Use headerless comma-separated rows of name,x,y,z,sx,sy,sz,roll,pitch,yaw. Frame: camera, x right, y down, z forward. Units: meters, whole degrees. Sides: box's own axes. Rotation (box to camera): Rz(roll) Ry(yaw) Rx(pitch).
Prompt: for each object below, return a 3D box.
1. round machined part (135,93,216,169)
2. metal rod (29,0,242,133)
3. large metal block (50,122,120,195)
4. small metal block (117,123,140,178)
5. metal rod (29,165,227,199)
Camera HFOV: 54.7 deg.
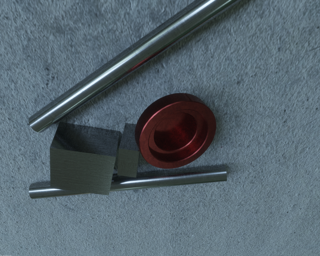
round machined part,0.016,0.000,0.383,0.099,0.042,0.097,-11,126,-16
metal rod,-0.037,-0.073,0.344,0.300,0.025,0.025,-29,125,22
large metal block,-0.103,0.044,0.427,0.081,0.050,0.079,9,130,-8
small metal block,-0.039,0.030,0.414,0.025,0.050,0.050,8,130,-1
metal rod,-0.051,0.083,0.477,0.302,0.025,0.025,-6,130,4
